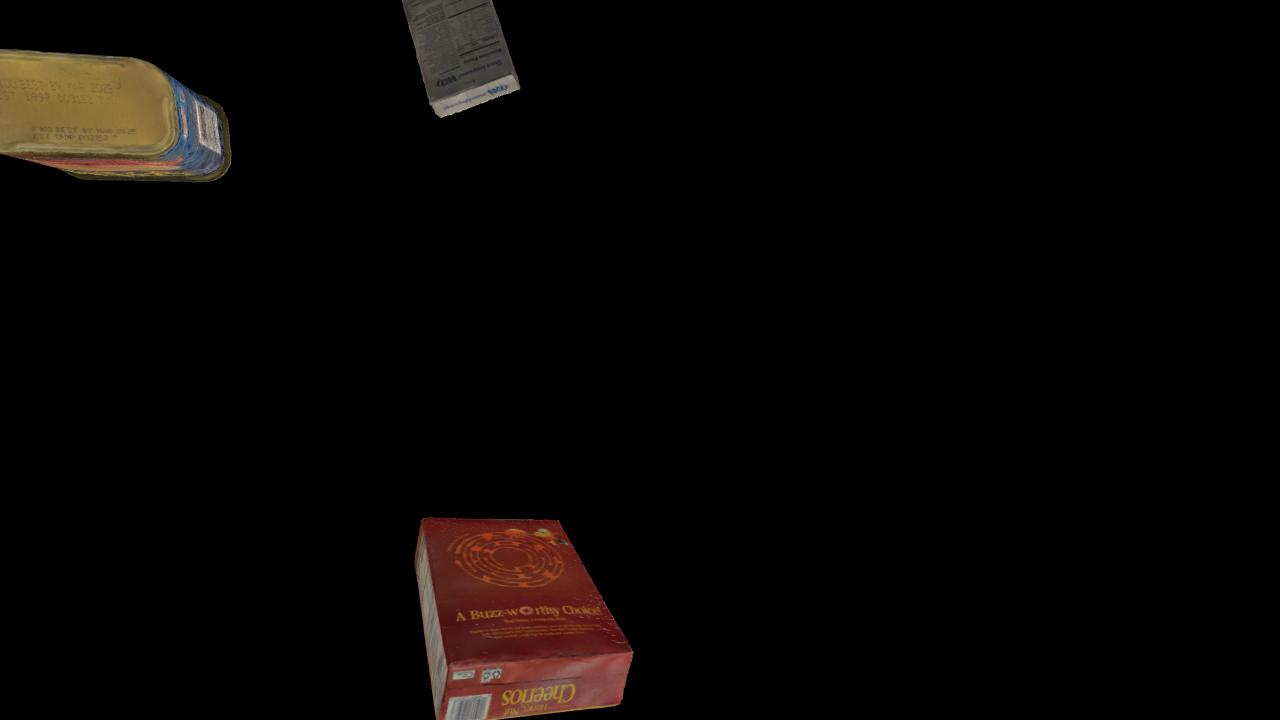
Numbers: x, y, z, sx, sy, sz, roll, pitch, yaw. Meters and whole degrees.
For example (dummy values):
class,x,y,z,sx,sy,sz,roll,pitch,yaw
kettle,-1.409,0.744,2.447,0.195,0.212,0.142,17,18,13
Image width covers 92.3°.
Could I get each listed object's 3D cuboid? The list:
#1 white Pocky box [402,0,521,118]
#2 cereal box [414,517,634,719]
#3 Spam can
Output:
class,x,y,z,sx,sy,sz,roll,pitch,yaw
white Pocky box,-0.173,-0.311,0.580,0.084,0.154,0.028,-19,-13,3
cereal box,-0.160,0.299,0.763,0.203,0.081,0.306,9,10,-26
Spam can,-0.314,-0.141,0.363,0.101,0.058,0.085,-4,9,-17
